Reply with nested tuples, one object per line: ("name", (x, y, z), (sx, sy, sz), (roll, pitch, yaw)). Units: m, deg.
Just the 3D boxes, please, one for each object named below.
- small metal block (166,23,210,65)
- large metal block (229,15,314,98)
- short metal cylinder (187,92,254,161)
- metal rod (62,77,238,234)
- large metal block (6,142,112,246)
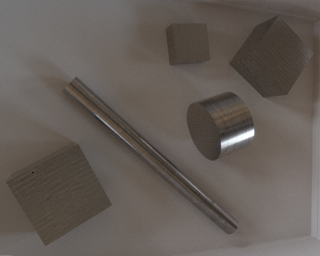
("small metal block", (0.038, -0.115, 0.426), (0.050, 0.025, 0.050), (-8, 93, -20))
("large metal block", (0.165, -0.103, 0.460), (0.080, 0.050, 0.080), (40, 77, -16))
("short metal cylinder", (0.078, -0.003, 0.412), (0.050, 0.080, 0.080), (-20, 97, -19))
("metal rod", (-0.002, 0.046, 0.410), (0.300, 0.025, 0.025), (43, 76, -15))
("large metal block", (-0.114, 0.071, 0.356), (0.080, 0.050, 0.080), (-30, 100, -18))
